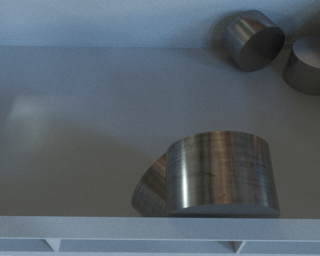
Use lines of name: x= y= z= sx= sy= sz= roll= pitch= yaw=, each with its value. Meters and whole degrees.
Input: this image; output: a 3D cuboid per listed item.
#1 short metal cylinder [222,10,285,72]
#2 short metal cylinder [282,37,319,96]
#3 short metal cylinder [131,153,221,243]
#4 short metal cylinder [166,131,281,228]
short metal cylinder: x=0.145 y=-0.135 z=0.485 sx=0.081 sy=0.080 sz=0.050 roll=-17 pitch=52 yaw=-14
short metal cylinder: x=0.236 y=-0.095 z=0.472 sx=0.081 sy=0.050 sz=0.080 roll=0 pitch=50 yaw=0
short metal cylinder: x=0.018 y=0.067 z=0.314 sx=0.050 sy=0.080 sz=0.080 roll=37 pitch=59 yaw=26
short metal cylinder: x=0.045 y=0.043 z=0.234 sx=0.081 sy=0.080 sz=0.050 roll=1 pitch=62 yaw=0
